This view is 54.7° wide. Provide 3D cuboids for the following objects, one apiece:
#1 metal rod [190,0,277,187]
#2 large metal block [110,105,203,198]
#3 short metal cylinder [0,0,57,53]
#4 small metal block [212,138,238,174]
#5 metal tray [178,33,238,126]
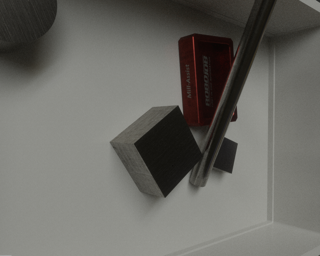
[{"bbox_3d":[0.098,-0.054,0.412,0.025,0.025,0.298,1,115,-40],"label":"metal rod"},{"bbox_3d":[-0.002,0.027,0.391,0.080,0.050,0.080,-42,116,-32],"label":"large metal block"},{"bbox_3d":[-0.140,-0.111,0.273,0.081,0.050,0.079,0,90,-40],"label":"short metal cylinder"},{"bbox_3d":[0.093,0.041,0.488,0.050,0.025,0.050,23,75,-38],"label":"small metal block"},{"bbox_3d":[0.075,-0.071,0.467,0.091,0.030,0.129,-8,95,-40],"label":"metal tray"}]
